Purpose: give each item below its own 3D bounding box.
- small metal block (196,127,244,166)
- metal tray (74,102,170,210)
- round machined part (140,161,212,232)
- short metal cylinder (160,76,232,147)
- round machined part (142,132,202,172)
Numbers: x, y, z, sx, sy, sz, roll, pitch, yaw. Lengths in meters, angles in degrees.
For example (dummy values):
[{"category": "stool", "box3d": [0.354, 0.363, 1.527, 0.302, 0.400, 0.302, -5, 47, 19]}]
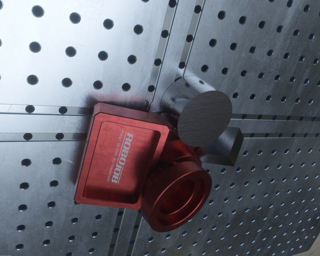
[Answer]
[{"category": "small metal block", "box3d": [0.087, 0.025, 0.448, 0.025, 0.050, 0.050, 56, 50, -39]}, {"category": "metal tray", "box3d": [-0.051, 0.040, 0.392, 0.091, 0.030, 0.129, 11, 113, -18]}, {"category": "round machined part", "box3d": [0.016, 0.083, 0.400, 0.099, 0.042, 0.097, -23, 133, -27]}, {"category": "short metal cylinder", "box3d": [0.047, -0.022, 0.408, 0.081, 0.050, 0.079, -14, 125, -21]}, {"category": "round machined part", "box3d": [0.021, 0.058, 0.447, 0.099, 0.042, 0.097, -14, 125, -21]}]
